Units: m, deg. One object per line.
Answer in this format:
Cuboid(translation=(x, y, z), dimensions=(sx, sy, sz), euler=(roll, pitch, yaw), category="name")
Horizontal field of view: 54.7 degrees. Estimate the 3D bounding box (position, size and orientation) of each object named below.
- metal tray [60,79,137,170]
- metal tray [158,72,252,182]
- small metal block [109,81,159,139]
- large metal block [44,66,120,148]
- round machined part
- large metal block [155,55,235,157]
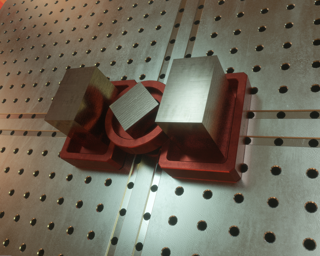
Cuboid(translation=(-0.082, -0.007, 0.452), dimensions=(0.090, 0.030, 0.130), euler=(1, 62, 28), category="metal tray")
Cuboid(translation=(0.057, -0.004, 0.377), dimensions=(0.090, 0.030, 0.130), euler=(0, 61, 28), category="metal tray")
Cuboid(translation=(-0.028, -0.022, 0.384), dimensions=(0.050, 0.025, 0.050), euler=(-39, 51, 2), category="small metal block")
Cuboid(translation=(-0.097, -0.026, 0.423), dimensions=(0.050, 0.080, 0.080), euler=(1, 62, 29), category="large metal block")
Cuboid(translation=(-0.018, -0.010, 0.402), dimensions=(0.098, 0.042, 0.098), euler=(-13, 56, 21), category="round machined part")
Cuboid(translation=(0.044, -0.022, 0.346), dimensions=(0.050, 0.080, 0.080), euler=(2, 63, 29), category="large metal block")
